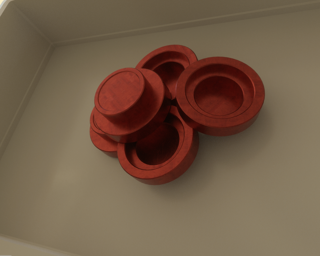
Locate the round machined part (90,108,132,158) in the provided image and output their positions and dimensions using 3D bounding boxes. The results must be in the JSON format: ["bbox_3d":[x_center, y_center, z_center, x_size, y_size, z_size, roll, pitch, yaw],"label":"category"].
[{"bbox_3d":[-0.056,-0.012,0.426,0.098,0.042,0.098,-13,56,20],"label":"round machined part"}]

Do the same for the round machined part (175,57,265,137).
[{"bbox_3d":[0.068,-0.033,0.363,0.099,0.042,0.098,-2,61,3],"label":"round machined part"}]

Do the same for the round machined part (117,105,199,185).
[{"bbox_3d":[0.001,0.023,0.376,0.098,0.042,0.098,-13,56,20],"label":"round machined part"}]

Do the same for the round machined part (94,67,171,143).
[{"bbox_3d":[-0.040,-0.034,0.377,0.098,0.042,0.098,-13,56,20],"label":"round machined part"}]

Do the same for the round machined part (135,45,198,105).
[{"bbox_3d":[0.012,-0.063,0.424,0.098,0.042,0.098,-13,56,20],"label":"round machined part"}]
